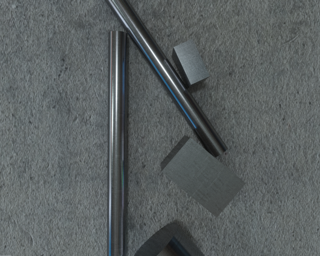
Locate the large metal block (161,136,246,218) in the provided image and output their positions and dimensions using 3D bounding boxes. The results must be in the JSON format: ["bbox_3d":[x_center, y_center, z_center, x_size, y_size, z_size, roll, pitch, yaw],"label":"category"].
[{"bbox_3d":[0.048,0.055,0.383,0.080,0.080,0.050,40,90,-1],"label":"large metal block"}]

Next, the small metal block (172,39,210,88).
[{"bbox_3d":[0.038,-0.080,0.398,0.025,0.050,0.050,-25,90,0],"label":"small metal block"}]

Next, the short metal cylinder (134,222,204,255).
[{"bbox_3d":[0.008,0.164,0.383,0.080,0.080,0.050,-41,90,0],"label":"short metal cylinder"}]

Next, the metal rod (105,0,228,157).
[{"bbox_3d":[-0.005,-0.091,0.409,0.025,0.025,0.299,-34,90,0],"label":"metal rod"}]

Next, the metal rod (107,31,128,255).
[{"bbox_3d":[-0.056,0.024,0.409,0.025,0.025,0.298,0,90,-1],"label":"metal rod"}]
